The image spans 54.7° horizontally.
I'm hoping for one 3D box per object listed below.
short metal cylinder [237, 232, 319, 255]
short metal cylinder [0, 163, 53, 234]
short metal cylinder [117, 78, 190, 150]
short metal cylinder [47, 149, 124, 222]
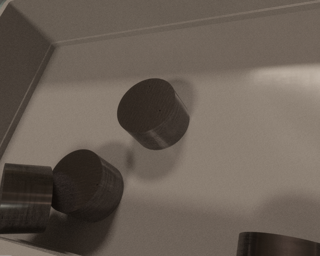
[{"bbox_3d":[0.100,0.118,0.245,0.080,0.080,0.050,1,62,28],"label":"short metal cylinder"},{"bbox_3d":[-0.162,0.084,0.367,0.080,0.050,0.080,-27,59,57],"label":"short metal cylinder"},{"bbox_3d":[-0.008,-0.018,0.403,0.080,0.050,0.080,-13,56,20],"label":"short metal cylinder"},{"bbox_3d":[-0.094,0.074,0.392,0.080,0.050,0.080,-13,56,20],"label":"short metal cylinder"}]
